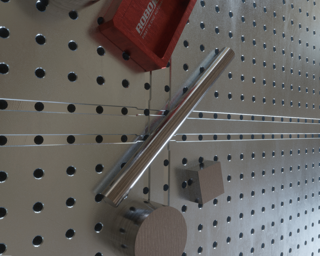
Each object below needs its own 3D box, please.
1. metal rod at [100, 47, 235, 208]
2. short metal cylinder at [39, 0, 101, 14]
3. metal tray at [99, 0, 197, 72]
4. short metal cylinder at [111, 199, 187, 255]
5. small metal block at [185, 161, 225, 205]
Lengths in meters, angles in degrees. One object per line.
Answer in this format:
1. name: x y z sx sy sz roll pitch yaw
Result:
1. metal rod: 0.025 -0.018 0.429 0.301 0.025 0.025 -50 120 -28
2. short metal cylinder: -0.091 -0.164 0.317 0.081 0.050 0.079 0 90 -40
3. metal tray: -0.009 -0.150 0.397 0.090 0.030 0.130 37 68 -34
4. short metal cylinder: -0.013 0.132 0.382 0.081 0.050 0.079 0 90 -40
5. small metal block: 0.069 0.080 0.467 0.050 0.025 0.050 -15 100 -39
